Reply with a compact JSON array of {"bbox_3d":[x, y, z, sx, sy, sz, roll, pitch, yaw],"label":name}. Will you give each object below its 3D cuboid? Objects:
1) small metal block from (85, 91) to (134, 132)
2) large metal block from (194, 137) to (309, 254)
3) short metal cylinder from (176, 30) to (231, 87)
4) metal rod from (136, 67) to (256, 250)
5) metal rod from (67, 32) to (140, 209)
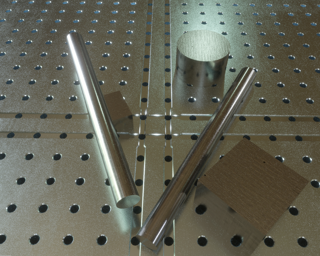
[{"bbox_3d":[-0.070,-0.020,0.423,0.050,0.025,0.050,-19,53,-16],"label":"small metal block"},{"bbox_3d":[0.095,0.070,0.334,0.080,0.050,0.080,-37,59,-27],"label":"large metal block"},{"bbox_3d":[0.065,-0.109,0.484,0.081,0.050,0.080,0,50,0],"label":"short metal cylinder"},{"bbox_3d":[0.061,0.016,0.395,0.025,0.025,0.301,24,54,18],"label":"metal rod"},{"bbox_3d":[-0.084,-0.033,0.402,0.025,0.025,0.300,-16,52,-13],"label":"metal rod"}]
